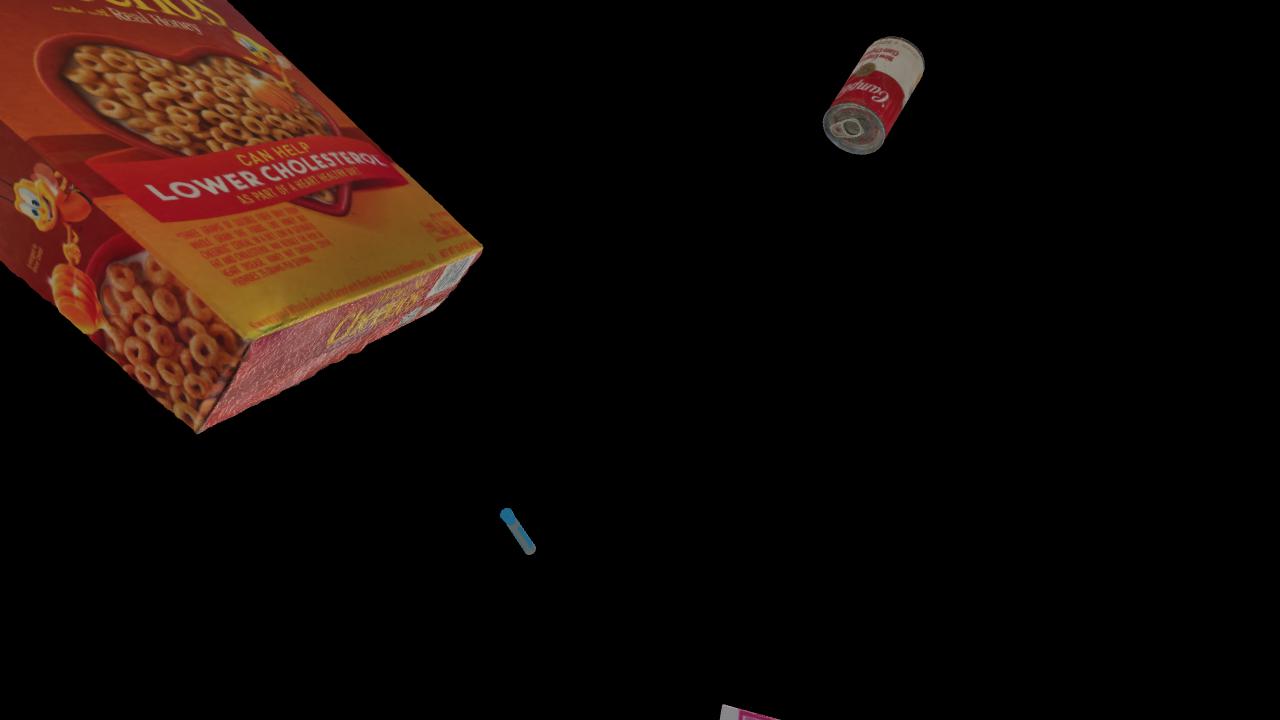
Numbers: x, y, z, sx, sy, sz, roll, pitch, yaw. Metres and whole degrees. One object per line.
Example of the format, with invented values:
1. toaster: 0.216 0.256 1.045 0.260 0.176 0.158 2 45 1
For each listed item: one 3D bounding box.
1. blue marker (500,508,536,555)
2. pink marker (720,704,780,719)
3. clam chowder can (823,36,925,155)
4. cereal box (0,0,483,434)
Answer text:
1. blue marker: -0.188 0.264 0.947 0.020 0.020 0.121 0 -43 15
2. pink marker: 0.129 0.322 0.529 0.121 0.020 0.020 10 2 10
3. clam chowder can: 0.247 -0.279 0.649 0.068 0.102 0.068 31 -14 9
4. cereal box: -0.261 -0.126 0.338 0.081 0.306 0.203 -43 5 25
